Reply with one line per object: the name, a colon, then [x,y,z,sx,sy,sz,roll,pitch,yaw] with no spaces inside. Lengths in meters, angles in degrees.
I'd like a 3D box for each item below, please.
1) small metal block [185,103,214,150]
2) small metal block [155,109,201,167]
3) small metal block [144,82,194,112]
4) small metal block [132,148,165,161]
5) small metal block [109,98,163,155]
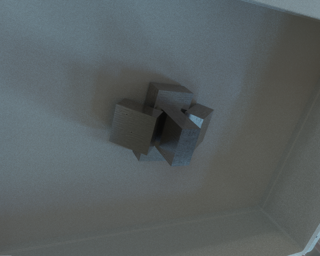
small metal block: [0.046,-0.001,0.415,0.050,0.025,0.050,-35,145,-60]
small metal block: [0.019,0.011,0.374,0.025,0.050,0.050,0,118,-29]
small metal block: [0.009,-0.028,0.393,0.050,0.025,0.050,2,118,-30]
small metal block: [-0.004,0.016,0.414,0.050,0.025,0.050,3,117,-29]
small metal block: [-0.029,-0.002,0.372,0.050,0.025,0.050,20,115,10]
